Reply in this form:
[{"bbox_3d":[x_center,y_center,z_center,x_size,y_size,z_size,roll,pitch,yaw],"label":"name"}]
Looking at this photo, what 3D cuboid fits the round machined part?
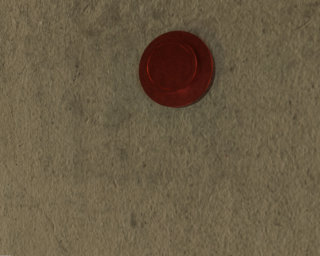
[{"bbox_3d":[0.018,-0.075,0.393,0.098,0.042,0.097,0,90,19],"label":"round machined part"}]
